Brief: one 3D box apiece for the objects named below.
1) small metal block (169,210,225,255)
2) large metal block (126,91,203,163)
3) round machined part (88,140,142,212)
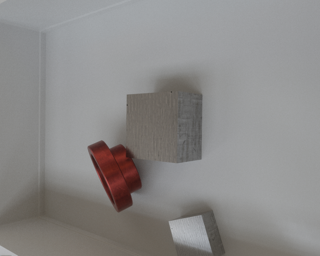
[{"bbox_3d":[0.043,0.130,0.370,0.050,0.025,0.050,-24,75,37],"label":"small metal block"},{"bbox_3d":[0.004,-0.002,0.385,0.080,0.050,0.079,1,91,39],"label":"large metal block"},{"bbox_3d":[-0.059,0.060,0.421,0.098,0.042,0.097,54,159,32],"label":"round machined part"}]
